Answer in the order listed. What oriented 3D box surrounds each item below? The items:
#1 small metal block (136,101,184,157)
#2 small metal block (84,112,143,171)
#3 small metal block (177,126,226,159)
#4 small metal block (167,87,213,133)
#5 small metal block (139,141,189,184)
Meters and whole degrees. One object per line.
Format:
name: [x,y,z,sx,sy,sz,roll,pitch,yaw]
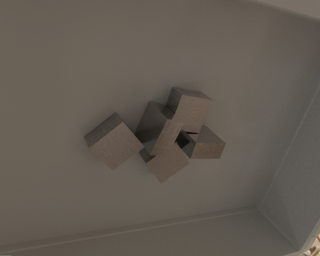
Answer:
small metal block: [-0.002,0.001,0.391,0.025,0.050,0.050,13,111,-34]
small metal block: [-0.057,0.018,0.387,0.050,0.025,0.050,-38,130,-3]
small metal block: [0.054,0.019,0.433,0.050,0.050,0.025,3,117,-30]
small metal block: [0.035,-0.023,0.413,0.050,0.025,0.050,6,115,-32]
small metal block: [0.007,0.043,0.438,0.050,0.025,0.050,-35,129,-5]
